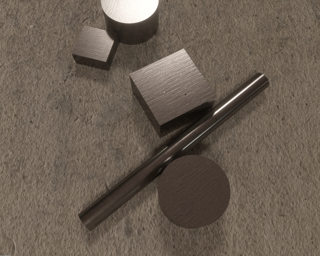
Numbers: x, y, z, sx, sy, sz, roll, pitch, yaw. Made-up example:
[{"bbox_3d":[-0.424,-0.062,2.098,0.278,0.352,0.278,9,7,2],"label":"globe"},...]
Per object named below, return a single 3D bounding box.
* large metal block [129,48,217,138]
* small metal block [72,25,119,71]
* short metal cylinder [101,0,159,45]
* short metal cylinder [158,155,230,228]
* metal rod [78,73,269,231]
[{"bbox_3d":[0.016,-0.045,0.412,0.080,0.050,0.080,-28,73,-10],"label":"large metal block"},{"bbox_3d":[-0.092,-0.116,0.449,0.050,0.025,0.050,14,71,5],"label":"small metal block"},{"bbox_3d":[-0.042,-0.171,0.457,0.081,0.050,0.080,0,70,0],"label":"short metal cylinder"},{"bbox_3d":[0.038,0.077,0.367,0.081,0.050,0.080,0,70,0],"label":"short metal cylinder"},{"bbox_3d":[0.027,0.022,0.400,0.301,0.025,0.025,-38,75,-13],"label":"metal rod"}]
